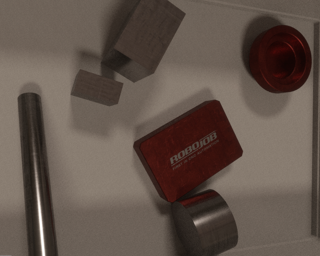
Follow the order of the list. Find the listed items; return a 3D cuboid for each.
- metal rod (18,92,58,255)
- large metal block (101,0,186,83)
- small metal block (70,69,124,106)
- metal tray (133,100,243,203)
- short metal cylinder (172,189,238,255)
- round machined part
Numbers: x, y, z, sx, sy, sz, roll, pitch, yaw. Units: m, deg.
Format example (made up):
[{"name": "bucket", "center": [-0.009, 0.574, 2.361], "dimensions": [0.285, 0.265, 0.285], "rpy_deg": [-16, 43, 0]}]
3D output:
[{"name": "metal rod", "center": [-0.112, 0.095, 0.292], "dimensions": [0.025, 0.025, 0.299], "rpy_deg": [-6, 62, -20]}, {"name": "large metal block", "center": [-0.023, -0.107, 0.373], "dimensions": [0.050, 0.080, 0.080], "rpy_deg": [30, 80, -18]}, {"name": "small metal block", "center": [-0.076, -0.046, 0.370], "dimensions": [0.050, 0.050, 0.025], "rpy_deg": [16, 85, -20]}, {"name": "metal tray", "center": [0.041, 0.029, 0.424], "dimensions": [0.131, 0.030, 0.090], "rpy_deg": [-30, 100, -18]}, {"name": "short metal cylinder", "center": [0.056, 0.126, 0.404], "dimensions": [0.050, 0.080, 0.080], "rpy_deg": [-16, 96, -20]}, {"name": "round machined part", "center": [0.176, -0.101, 0.468], "dimensions": [0.099, 0.042, 0.097], "rpy_deg": [0, 90, -21]}]
